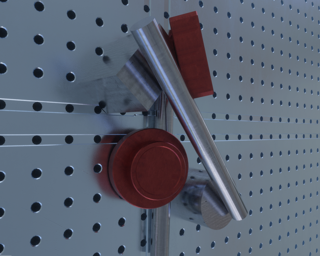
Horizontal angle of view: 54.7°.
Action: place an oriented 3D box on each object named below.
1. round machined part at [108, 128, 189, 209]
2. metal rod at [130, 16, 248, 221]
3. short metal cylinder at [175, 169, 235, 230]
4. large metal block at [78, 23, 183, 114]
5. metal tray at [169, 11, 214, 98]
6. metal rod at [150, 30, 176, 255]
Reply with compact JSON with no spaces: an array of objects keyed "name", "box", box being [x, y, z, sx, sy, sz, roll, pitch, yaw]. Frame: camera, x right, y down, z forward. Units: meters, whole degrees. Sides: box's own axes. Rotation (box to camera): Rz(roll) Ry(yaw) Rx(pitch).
[{"name":"round machined part","box":[-0.009,0.049,0.372,0.099,0.042,0.097,0,90,-23]},{"name":"metal rod","box":[0.048,0.014,0.360,0.025,0.025,0.299,-51,128,-28]},{"name":"short metal cylinder","box":[0.069,0.102,0.454,0.081,0.050,0.079,0,90,-40]},{"name":"large metal block","box":[-0.032,-0.064,0.349,0.050,0.080,0.080,49,61,-29]},{"name":"metal tray","box":[0.041,-0.090,0.391,0.130,0.030,0.089,-63,140,-75]},{"name":"metal rod","box":[0.004,0.020,0.415,0.025,0.025,0.298,3,88,-40]}]
